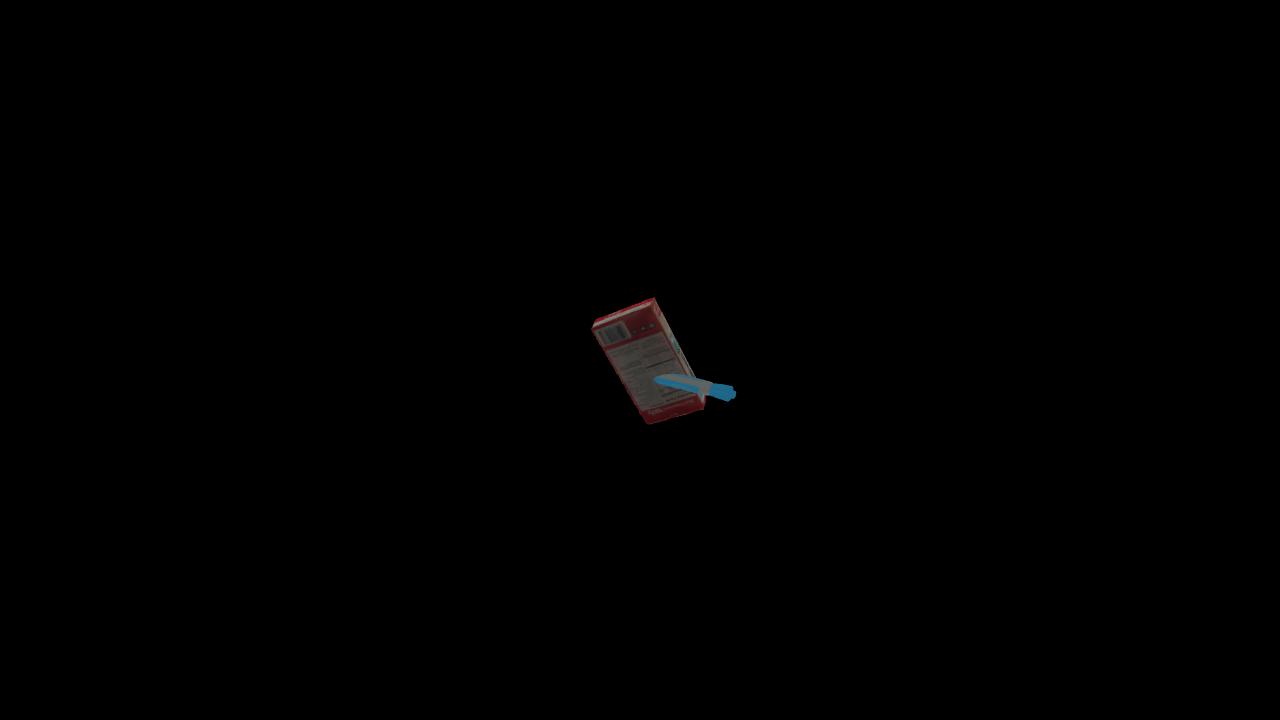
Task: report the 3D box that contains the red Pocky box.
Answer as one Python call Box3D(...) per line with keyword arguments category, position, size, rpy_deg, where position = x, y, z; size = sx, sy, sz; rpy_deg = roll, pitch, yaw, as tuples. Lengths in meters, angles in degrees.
Box3D(category="red Pocky box", position=(0.013, 0.005, 0.747), size=(0.083, 0.155, 0.028), rpy_deg=(-19, 27, 21))

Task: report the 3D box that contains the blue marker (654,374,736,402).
Box3D(category="blue marker", position=(0.056, 0.028, 0.729), size=(0.121, 0.020, 0.020), rpy_deg=(14, 6, 28))
